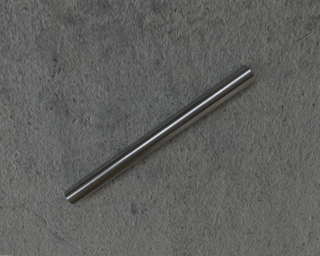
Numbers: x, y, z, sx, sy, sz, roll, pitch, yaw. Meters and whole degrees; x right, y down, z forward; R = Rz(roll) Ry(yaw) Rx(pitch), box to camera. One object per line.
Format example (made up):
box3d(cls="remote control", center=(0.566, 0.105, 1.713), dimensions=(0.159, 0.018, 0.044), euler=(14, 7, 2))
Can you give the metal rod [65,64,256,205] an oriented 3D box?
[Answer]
box3d(cls="metal rod", center=(-0.007, 0.015, 0.417), dimensions=(0.300, 0.025, 0.025), euler=(-35, 107, 11))
